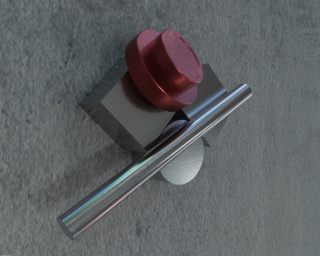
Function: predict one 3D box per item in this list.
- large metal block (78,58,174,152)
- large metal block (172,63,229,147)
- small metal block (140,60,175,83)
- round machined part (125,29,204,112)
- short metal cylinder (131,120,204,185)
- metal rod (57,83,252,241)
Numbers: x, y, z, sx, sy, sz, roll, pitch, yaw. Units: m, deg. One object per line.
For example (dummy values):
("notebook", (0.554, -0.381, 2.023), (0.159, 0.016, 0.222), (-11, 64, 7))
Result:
("large metal block", (-0.032, -0.029, 0.363), (0.080, 0.050, 0.080), (50, 60, -29))
("large metal block", (0.051, -0.031, 0.435), (0.080, 0.050, 0.080), (49, 61, -29))
("small metal block", (0.002, -0.069, 0.408), (0.050, 0.025, 0.050), (50, 60, -29))
("round machined part", (0.012, -0.070, 0.349), (0.098, 0.042, 0.098), (32, 42, -34))
("short metal cylinder", (0.011, 0.030, 0.400), (0.081, 0.050, 0.079), (0, 90, -40))
("metal rod", (0.019, 0.018, 0.358), (0.302, 0.025, 0.025), (-35, 112, -35))
